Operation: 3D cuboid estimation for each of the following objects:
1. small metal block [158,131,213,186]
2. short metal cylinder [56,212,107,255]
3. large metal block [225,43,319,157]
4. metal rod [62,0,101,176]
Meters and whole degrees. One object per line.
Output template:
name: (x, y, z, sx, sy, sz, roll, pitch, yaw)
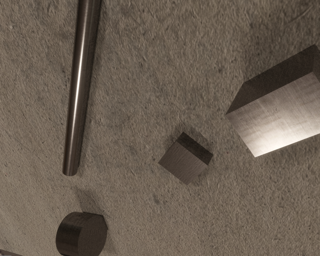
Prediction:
small metal block: (0.034, 0.041, 0.414, 0.050, 0.025, 0.050, 38, 129, 2)
short metal cylinder: (-0.141, 0.197, 0.565, 0.050, 0.080, 0.079, 1, 119, 27)
large metal block: (0.118, -0.027, 0.292, 0.080, 0.080, 0.050, -29, 103, 37)
metal rod: (-0.117, -0.040, 0.441, 0.025, 0.025, 0.298, 27, 128, 11)
